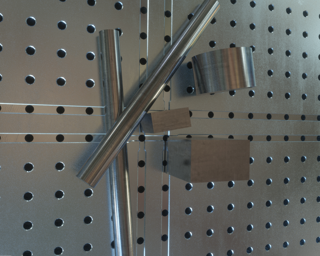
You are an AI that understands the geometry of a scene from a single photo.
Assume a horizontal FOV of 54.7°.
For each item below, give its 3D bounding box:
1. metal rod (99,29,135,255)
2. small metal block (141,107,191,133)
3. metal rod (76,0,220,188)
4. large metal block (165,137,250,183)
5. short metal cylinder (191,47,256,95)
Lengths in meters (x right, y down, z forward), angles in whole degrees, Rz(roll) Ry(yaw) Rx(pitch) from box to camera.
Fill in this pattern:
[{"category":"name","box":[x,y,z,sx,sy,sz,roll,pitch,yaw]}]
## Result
[{"category":"metal rod","box":[-0.054,0.028,0.393,0.025,0.025,0.298,-4,92,-20]},{"category":"small metal block","box":[0.006,-0.010,0.402,0.050,0.050,0.025,-10,94,-20]},{"category":"metal rod","box":[-0.005,-0.058,0.393,0.025,0.025,0.300,39,70,-16]},{"category":"large metal block","box":[0.059,0.039,0.407,0.081,0.080,0.050,1,90,-20]},{"category":"short metal cylinder","box":[0.085,-0.074,0.416,0.081,0.080,0.050,-9,94,-20]}]
